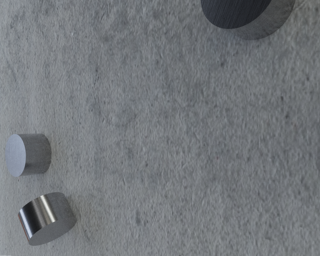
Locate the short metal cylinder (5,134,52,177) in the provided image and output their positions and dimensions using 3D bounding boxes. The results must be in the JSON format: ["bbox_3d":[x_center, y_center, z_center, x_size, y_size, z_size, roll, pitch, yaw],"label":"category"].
[{"bbox_3d":[-0.253,0.051,0.593,0.080,0.050,0.079,0,90,39],"label":"short metal cylinder"}]

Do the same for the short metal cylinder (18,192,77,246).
[{"bbox_3d":[-0.189,0.153,0.522,0.080,0.081,0.050,-51,61,28],"label":"short metal cylinder"}]

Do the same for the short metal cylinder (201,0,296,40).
[{"bbox_3d":[0.089,-0.135,0.314,0.080,0.050,0.079,0,90,39],"label":"short metal cylinder"}]
